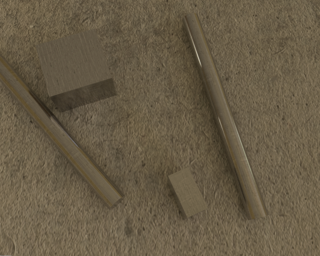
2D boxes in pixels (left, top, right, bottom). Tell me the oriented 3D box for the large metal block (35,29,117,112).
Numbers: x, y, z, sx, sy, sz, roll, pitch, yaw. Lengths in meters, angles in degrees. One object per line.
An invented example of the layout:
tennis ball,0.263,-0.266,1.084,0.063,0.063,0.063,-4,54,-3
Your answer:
large metal block,-0.112,-0.078,0.422,0.081,0.050,0.080,-19,71,-7

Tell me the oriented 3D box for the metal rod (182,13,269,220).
metal rod,0.082,-0.029,0.419,0.025,0.025,0.299,-13,71,-5

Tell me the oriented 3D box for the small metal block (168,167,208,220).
small metal block,0.031,0.079,0.366,0.025,0.050,0.050,-23,72,-8

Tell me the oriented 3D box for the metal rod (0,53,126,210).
metal rod,-0.153,-0.013,0.410,0.025,0.025,0.300,-41,75,-14
